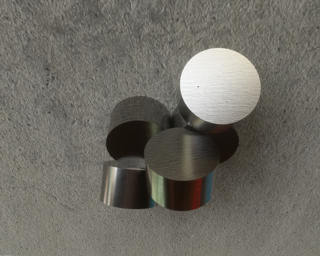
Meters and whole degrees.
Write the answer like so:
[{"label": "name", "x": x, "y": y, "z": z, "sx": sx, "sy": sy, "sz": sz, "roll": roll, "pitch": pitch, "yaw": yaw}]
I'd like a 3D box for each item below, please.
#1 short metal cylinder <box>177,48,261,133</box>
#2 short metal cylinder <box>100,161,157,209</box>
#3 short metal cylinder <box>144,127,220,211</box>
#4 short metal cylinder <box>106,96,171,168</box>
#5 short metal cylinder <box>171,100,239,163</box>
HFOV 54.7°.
[{"label": "short metal cylinder", "x": 0.060, "y": -0.038, "z": 0.332, "sx": 0.081, "sy": 0.080, "sz": 0.050, "roll": 0, "pitch": 168, "yaw": -1}, {"label": "short metal cylinder", "x": -0.040, "y": 0.076, "z": 0.428, "sx": 0.081, "sy": 0.080, "sz": 0.050, "roll": 6, "pitch": 91, "yaw": -5}, {"label": "short metal cylinder", "x": 0.024, "y": 0.044, "z": 0.345, "sx": 0.081, "sy": 0.080, "sz": 0.050, "roll": -1, "pitch": 130, "yaw": 0}, {"label": "short metal cylinder", "x": -0.025, "y": 0.006, "z": 0.396, "sx": 0.081, "sy": 0.050, "sz": 0.079, "roll": 0, "pitch": 130, "yaw": 0}, {"label": "short metal cylinder", "x": 0.055, "y": 0.005, "z": 0.396, "sx": 0.081, "sy": 0.050, "sz": 0.079, "roll": 0, "pitch": 130, "yaw": 0}]
